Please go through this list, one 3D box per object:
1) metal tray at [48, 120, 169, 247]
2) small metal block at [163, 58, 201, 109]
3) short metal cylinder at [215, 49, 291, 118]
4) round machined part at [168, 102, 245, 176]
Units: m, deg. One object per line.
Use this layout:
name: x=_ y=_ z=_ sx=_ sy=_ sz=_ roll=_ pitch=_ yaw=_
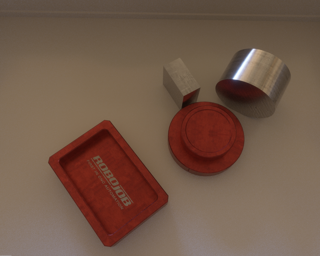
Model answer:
metal tray: x=-0.063 y=0.065 z=0.382 sx=0.090 sy=0.030 sz=0.130 roll=-36 pitch=74 yaw=-13
small metal block: x=0.028 y=-0.057 z=0.418 sx=0.025 sy=0.050 sz=0.050 roll=-29 pitch=73 yaw=-10
short metal cylinder: x=0.120 y=-0.056 z=0.403 sx=0.080 sy=0.080 sz=0.050 roll=29 pitch=73 yaw=9
round machined part: x=0.060 y=0.010 z=0.398 sx=0.099 sy=0.042 sz=0.098 roll=0 pitch=70 yaw=-1
